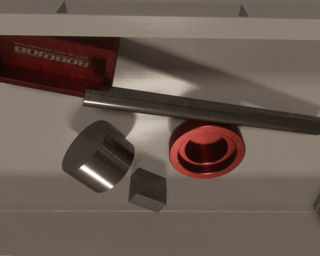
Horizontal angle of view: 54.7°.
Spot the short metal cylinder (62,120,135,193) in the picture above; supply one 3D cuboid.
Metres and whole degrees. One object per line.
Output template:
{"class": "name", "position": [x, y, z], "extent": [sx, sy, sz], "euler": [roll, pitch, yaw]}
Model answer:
{"class": "short metal cylinder", "position": [-0.080, 0.037, 0.403], "extent": [0.080, 0.080, 0.050], "euler": [-31, 124, 23]}

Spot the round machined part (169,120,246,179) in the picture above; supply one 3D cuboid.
{"class": "round machined part", "position": [0.061, 0.021, 0.417], "extent": [0.099, 0.042, 0.097], "euler": [-1, 130, 0]}

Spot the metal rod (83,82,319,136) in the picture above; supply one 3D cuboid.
{"class": "metal rod", "position": [0.065, -0.019, 0.366], "extent": [0.302, 0.025, 0.025], "euler": [6, 130, -17]}

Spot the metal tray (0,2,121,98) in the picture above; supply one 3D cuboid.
{"class": "metal tray", "position": [-0.112, -0.074, 0.321], "extent": [0.131, 0.030, 0.090], "euler": [10, 150, -10]}

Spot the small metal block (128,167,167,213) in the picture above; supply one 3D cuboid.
{"class": "small metal block", "position": [-0.018, 0.094, 0.473], "extent": [0.050, 0.050, 0.025], "euler": [25, 125, -20]}
